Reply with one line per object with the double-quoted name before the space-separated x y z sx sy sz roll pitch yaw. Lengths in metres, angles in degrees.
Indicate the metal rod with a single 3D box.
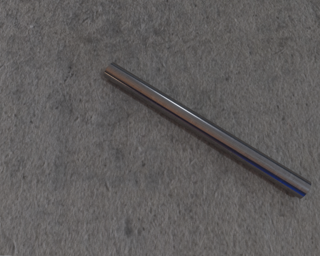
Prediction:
"metal rod" 0.054 -0.002 0.409 0.301 0.025 0.025 32 73 10
